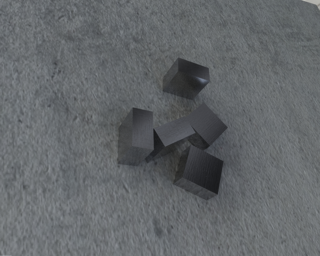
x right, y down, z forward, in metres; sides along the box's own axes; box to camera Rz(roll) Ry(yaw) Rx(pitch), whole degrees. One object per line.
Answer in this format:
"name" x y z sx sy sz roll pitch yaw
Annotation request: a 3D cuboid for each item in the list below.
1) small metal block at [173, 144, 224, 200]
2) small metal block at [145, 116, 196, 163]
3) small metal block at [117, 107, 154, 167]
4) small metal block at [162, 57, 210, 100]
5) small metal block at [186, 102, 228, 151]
"small metal block" 0.050 0.057 0.398 0.050 0.025 0.050 28 52 -11
"small metal block" 0.008 0.015 0.384 0.050 0.050 0.025 -22 74 -36
"small metal block" -0.030 0.012 0.366 0.025 0.050 0.050 12 57 -23
"small metal block" 0.037 -0.071 0.453 0.050 0.050 0.025 14 56 -21
"small metal block" 0.060 -0.001 0.438 0.050 0.025 0.050 47 51 4
